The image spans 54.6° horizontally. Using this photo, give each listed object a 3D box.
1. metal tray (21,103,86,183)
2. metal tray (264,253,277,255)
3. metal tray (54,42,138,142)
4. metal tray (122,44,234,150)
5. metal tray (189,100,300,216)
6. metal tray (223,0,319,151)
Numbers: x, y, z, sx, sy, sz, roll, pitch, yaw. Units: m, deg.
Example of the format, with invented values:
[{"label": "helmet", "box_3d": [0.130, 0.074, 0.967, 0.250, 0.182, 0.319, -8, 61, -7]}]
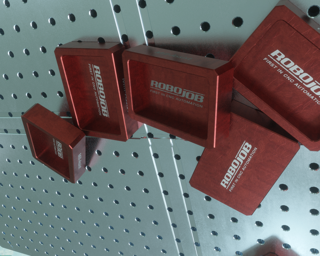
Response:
[{"label": "metal tray", "box_3d": [-0.163, 0.029, 0.489, 0.090, 0.030, 0.129, 31, 145, 8]}, {"label": "metal tray", "box_3d": [0.162, 0.254, 0.479, 0.090, 0.030, 0.129, 39, 129, 2]}, {"label": "metal tray", "box_3d": [-0.084, -0.049, 0.422, 0.090, 0.030, 0.129, 8, 122, 24]}, {"label": "metal tray", "box_3d": [0.016, -0.039, 0.352, 0.130, 0.030, 0.089, 21, 128, 35]}, {"label": "metal tray", "box_3d": [0.099, 0.040, 0.381, 0.090, 0.030, 0.129, 27, 128, 11]}, {"label": "metal tray", "box_3d": [0.137, -0.048, 0.305, 0.130, 0.030, 0.090, 40, 129, 1]}]
